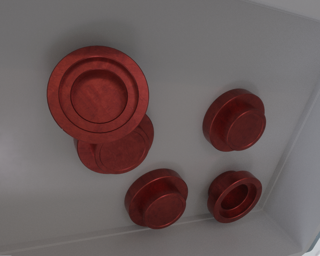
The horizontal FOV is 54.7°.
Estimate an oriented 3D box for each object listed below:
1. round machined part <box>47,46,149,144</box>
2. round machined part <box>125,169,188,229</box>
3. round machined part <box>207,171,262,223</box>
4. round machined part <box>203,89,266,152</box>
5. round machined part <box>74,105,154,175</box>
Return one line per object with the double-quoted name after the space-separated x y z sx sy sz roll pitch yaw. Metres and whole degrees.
-0.063 -0.032 0.323 0.099 0.042 0.097 1 87 -11 "round machined part"
0.000 0.113 0.467 0.099 0.042 0.097 -14 124 -21 "round machined part"
0.123 0.113 0.534 0.099 0.042 0.097 -14 124 -21 "round machined part"
0.116 -0.005 0.458 0.099 0.042 0.097 -14 124 -21 "round machined part"
-0.052 0.018 0.380 0.099 0.042 0.097 -14 124 -21 "round machined part"
